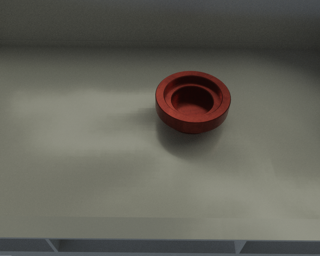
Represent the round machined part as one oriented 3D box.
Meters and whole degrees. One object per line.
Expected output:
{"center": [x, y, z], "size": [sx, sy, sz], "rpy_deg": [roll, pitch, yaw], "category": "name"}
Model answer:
{"center": [0.043, -0.030, 0.420], "size": [0.099, 0.042, 0.098], "rpy_deg": [0, 50, 0], "category": "round machined part"}
